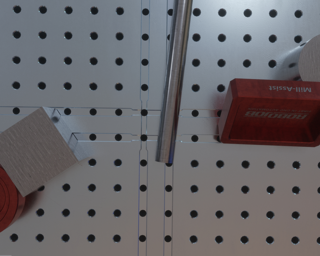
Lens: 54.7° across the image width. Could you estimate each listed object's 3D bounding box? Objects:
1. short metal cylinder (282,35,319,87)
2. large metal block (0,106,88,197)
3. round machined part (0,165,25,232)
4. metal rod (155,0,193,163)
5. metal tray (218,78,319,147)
[{"bbox_3d":[0.209,-0.077,0.402,0.081,0.050,0.079,0,90,0],"label":"short metal cylinder"},{"bbox_3d":[-0.154,0.029,0.400,0.080,0.050,0.080,-34,90,0],"label":"large metal block"},{"bbox_3d":[-0.224,0.088,0.403,0.099,0.042,0.097,0,90,0],"label":"round machined part"},{"bbox_3d":[0.023,-0.103,0.413,0.025,0.025,0.298,7,90,0],"label":"metal rod"},{"bbox_3d":[0.145,-0.016,0.382,0.131,0.089,0.030,2,52,0],"label":"metal tray"}]
